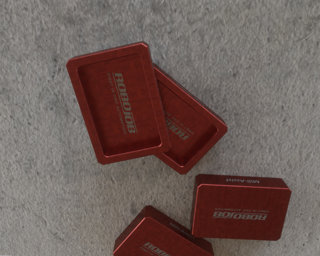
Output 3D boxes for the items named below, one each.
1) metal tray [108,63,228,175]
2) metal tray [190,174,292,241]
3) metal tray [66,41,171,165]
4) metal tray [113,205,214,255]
[{"bbox_3d":[0.010,-0.010,0.403,0.130,0.030,0.090,37,105,-13],"label":"metal tray"},{"bbox_3d":[0.114,0.116,0.452,0.131,0.030,0.089,3,110,-2],"label":"metal tray"},{"bbox_3d":[-0.044,-0.027,0.363,0.090,0.030,0.129,-12,110,4],"label":"metal tray"},{"bbox_3d":[0.006,0.188,0.477,0.130,0.030,0.090,35,106,-13],"label":"metal tray"}]
